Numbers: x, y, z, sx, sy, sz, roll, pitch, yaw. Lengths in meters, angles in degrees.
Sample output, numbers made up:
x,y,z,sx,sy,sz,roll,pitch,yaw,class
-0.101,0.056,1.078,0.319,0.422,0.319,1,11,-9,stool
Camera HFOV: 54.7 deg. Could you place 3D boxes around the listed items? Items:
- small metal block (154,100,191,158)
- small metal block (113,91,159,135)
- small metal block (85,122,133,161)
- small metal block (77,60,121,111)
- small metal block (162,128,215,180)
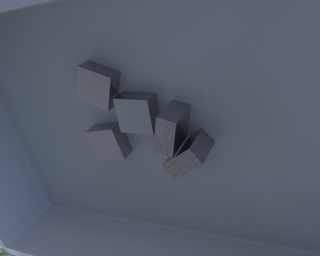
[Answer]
x,y,z,sx,sy,sz,roll,pitch,yaw,class
0.016,0.000,0.383,0.025,0.050,0.050,16,125,18,small metal block
-0.029,-0.020,0.410,0.050,0.025,0.050,5,121,25,small metal block
-0.075,0.020,0.459,0.050,0.025,0.050,-6,116,30,small metal block
-0.083,-0.057,0.415,0.050,0.025,0.050,22,127,14,small metal block
0.036,0.033,0.393,0.025,0.050,0.050,48,129,-6,small metal block
